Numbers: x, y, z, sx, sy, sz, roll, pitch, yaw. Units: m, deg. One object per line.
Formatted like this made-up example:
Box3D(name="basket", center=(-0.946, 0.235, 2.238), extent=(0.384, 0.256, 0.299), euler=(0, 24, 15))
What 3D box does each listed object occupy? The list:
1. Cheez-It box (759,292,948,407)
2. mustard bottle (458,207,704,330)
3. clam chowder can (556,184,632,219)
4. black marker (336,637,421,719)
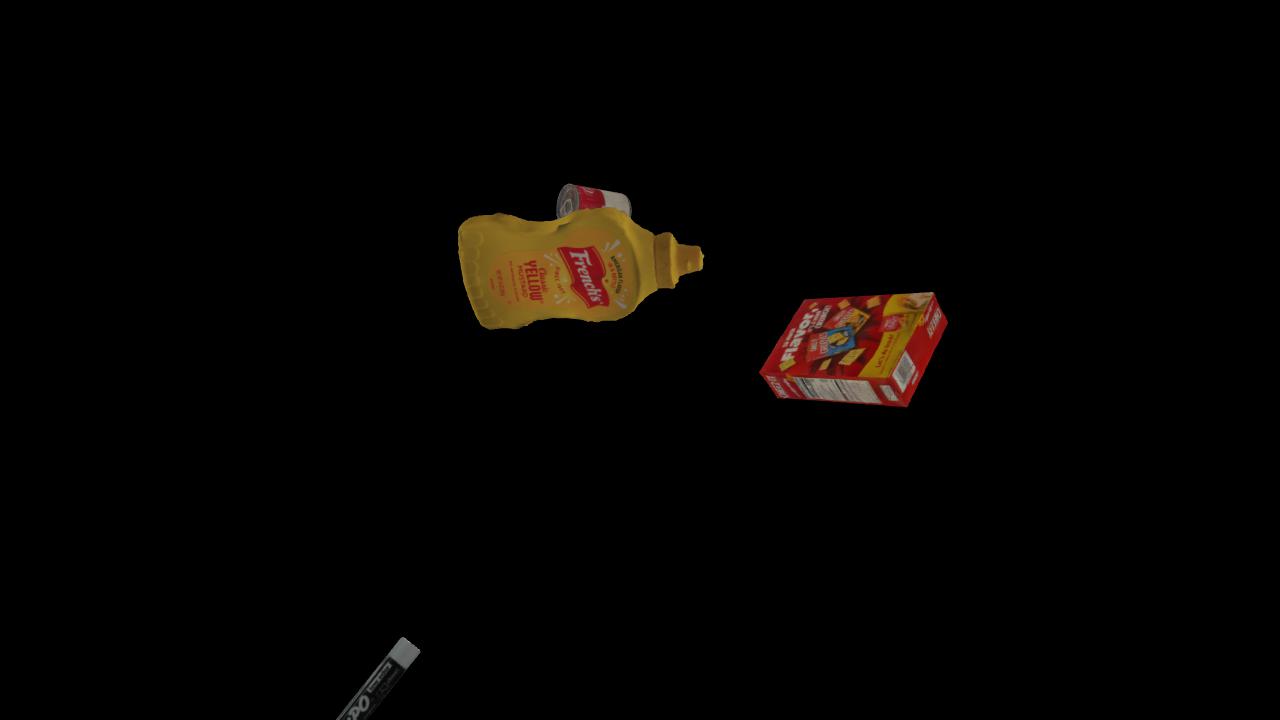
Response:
Box3D(name="Cheez-It box", center=(0.309, -0.017, 0.909), extent=(0.223, 0.166, 0.071), euler=(2, -42, 51))
Box3D(name="mustard bottle", center=(-0.042, -0.073, 0.480), extent=(0.184, 0.092, 0.054), euler=(-3, 23, 7))
Box3D(name="clam chowder can", center=(-0.073, -0.240, 0.983), extent=(0.102, 0.068, 0.068), euler=(0, 0, -37))
Box3D(name="black marker", center=(-0.206, 0.257, 0.438), extent=(0.020, 0.020, 0.121), euler=(0, 41, 44))
